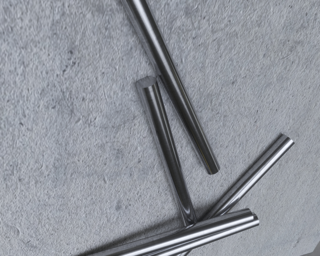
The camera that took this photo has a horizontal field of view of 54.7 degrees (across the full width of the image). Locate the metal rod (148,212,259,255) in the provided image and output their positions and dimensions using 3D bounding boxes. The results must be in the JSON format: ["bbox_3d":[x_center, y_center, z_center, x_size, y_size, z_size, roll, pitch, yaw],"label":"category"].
[{"bbox_3d":[0.028,0.201,0.523,0.302,0.025,0.025,-15,125,-12],"label":"metal rod"}]

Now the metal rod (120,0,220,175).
[{"bbox_3d":[0.026,-0.038,0.397,0.025,0.025,0.299,-34,129,-6],"label":"metal rod"}]

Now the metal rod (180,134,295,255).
[{"bbox_3d":[0.125,0.129,0.554,0.300,0.025,0.025,-48,129,5],"label":"metal rod"}]

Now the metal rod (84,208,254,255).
[{"bbox_3d":[0.010,0.181,0.498,0.302,0.025,0.025,-12,124,-13],"label":"metal rod"}]

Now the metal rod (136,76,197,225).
[{"bbox_3d":[0.020,0.060,0.454,0.025,0.025,0.299,-27,128,-12],"label":"metal rod"}]
